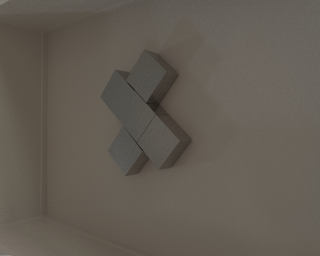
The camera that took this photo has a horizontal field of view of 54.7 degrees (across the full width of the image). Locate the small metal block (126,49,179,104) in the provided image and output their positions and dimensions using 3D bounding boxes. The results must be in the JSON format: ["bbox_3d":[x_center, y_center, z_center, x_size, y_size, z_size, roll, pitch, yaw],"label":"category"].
[{"bbox_3d":[-0.011,-0.068,0.413,0.050,0.025,0.050,49,118,28],"label":"small metal block"}]

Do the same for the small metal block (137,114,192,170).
[{"bbox_3d":[0.004,0.018,0.400,0.050,0.025,0.050,49,119,29],"label":"small metal block"}]

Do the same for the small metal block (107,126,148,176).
[{"bbox_3d":[-0.042,0.032,0.439,0.050,0.025,0.050,50,120,28],"label":"small metal block"}]

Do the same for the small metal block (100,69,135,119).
[{"bbox_3d":[-0.054,-0.048,0.449,0.050,0.025,0.050,49,119,29],"label":"small metal block"}]

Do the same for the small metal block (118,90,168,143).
[{"bbox_3d":[-0.025,-0.016,0.424,0.050,0.025,0.050,49,119,29],"label":"small metal block"}]
